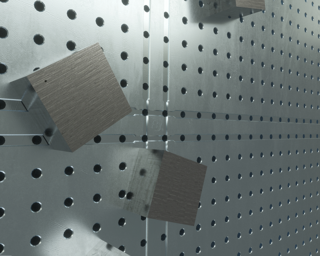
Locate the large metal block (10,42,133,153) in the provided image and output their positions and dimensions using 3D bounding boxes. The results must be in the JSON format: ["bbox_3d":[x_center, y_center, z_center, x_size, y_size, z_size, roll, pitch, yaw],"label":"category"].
[{"bbox_3d":[-0.088,-0.032,0.320,0.080,0.050,0.080,-39,114,-33],"label":"large metal block"}]

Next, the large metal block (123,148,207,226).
[{"bbox_3d":[0.009,0.076,0.402,0.080,0.050,0.080,24,75,-38],"label":"large metal block"}]

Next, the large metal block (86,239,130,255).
[{"bbox_3d":[-0.043,0.180,0.340,0.050,0.080,0.080,-43,116,-32],"label":"large metal block"}]

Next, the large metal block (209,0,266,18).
[{"bbox_3d":[0.121,-0.226,0.497,0.081,0.050,0.079,-14,99,-39],"label":"large metal block"}]
